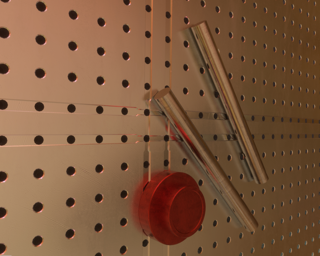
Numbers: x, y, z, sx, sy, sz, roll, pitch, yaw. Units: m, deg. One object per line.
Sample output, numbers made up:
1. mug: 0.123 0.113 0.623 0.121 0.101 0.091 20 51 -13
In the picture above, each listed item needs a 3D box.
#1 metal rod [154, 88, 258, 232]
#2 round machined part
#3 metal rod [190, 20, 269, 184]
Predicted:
1. metal rod: 0.082 0.063 0.477 0.025 0.025 0.300 -51 120 -28
2. round machined part: 0.024 0.109 0.418 0.099 0.042 0.097 0 90 -40
3. metal rod: 0.121 -0.030 0.509 0.025 0.025 0.299 -42 115 -32
